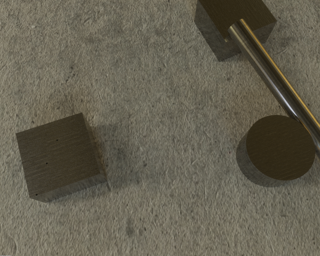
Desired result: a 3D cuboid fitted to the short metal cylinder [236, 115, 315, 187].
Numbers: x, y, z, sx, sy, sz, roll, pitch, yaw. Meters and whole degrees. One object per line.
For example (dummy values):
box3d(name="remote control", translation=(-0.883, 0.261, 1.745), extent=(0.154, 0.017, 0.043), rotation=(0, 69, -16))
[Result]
box3d(name="short metal cylinder", translation=(0.141, 0.030, 0.385), extent=(0.081, 0.050, 0.080), rotation=(0, 70, 0))

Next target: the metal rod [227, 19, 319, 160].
box3d(name="metal rod", translation=(0.180, -0.009, 0.385), extent=(0.025, 0.025, 0.299), rotation=(-32, 84, -11))

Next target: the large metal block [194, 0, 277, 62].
box3d(name="large metal block", translation=(0.107, -0.156, 0.453), extent=(0.080, 0.050, 0.080), rotation=(-24, 72, -9))

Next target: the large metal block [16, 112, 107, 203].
box3d(name="large metal block", translation=(-0.119, 0.037, 0.380), extent=(0.080, 0.050, 0.080), rotation=(-19, 71, -7))
